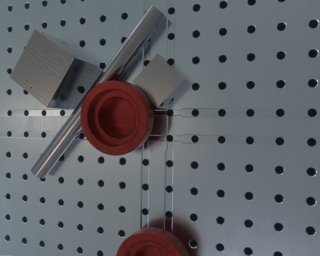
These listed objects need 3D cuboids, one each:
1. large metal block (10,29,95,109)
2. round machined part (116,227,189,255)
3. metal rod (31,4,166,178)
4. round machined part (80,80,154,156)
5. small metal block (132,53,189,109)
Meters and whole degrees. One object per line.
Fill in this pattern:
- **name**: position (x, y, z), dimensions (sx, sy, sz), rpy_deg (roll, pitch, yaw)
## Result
- **large metal block**: position (-0.157, -0.084, 0.455), dimensions (0.080, 0.050, 0.080), rpy_deg (37, 102, 16)
- **round machined part**: position (-0.006, 0.179, 0.405), dimensions (0.098, 0.042, 0.097), rpy_deg (0, 90, 20)
- **metal rod**: position (-0.094, -0.044, 0.445), dimensions (0.025, 0.025, 0.299), rpy_deg (43, 103, 15)
- **round machined part**: position (-0.054, -0.014, 0.419), dimensions (0.098, 0.042, 0.097), rpy_deg (2, 97, 20)
- **small metal block**: position (0.001, -0.061, 0.412), dimensions (0.050, 0.025, 0.050), rpy_deg (-46, 76, 14)
